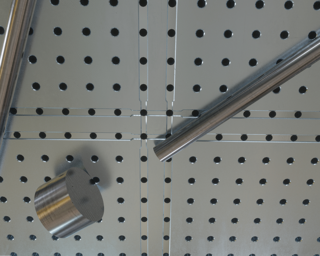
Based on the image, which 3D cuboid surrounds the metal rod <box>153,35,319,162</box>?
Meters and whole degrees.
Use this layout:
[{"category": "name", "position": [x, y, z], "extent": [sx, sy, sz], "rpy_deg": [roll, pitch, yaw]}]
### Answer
[{"category": "metal rod", "position": [0.119, -0.046, 0.397], "extent": [0.300, 0.025, 0.025], "rpy_deg": [-34, 107, 11]}]

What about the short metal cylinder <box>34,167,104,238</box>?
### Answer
[{"category": "short metal cylinder", "position": [-0.121, 0.100, 0.420], "extent": [0.050, 0.080, 0.080], "rpy_deg": [-31, 107, 10]}]

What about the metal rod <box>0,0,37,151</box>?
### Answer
[{"category": "metal rod", "position": [-0.204, -0.035, 0.398], "extent": [0.025, 0.025, 0.298], "rpy_deg": [21, 109, -8]}]
